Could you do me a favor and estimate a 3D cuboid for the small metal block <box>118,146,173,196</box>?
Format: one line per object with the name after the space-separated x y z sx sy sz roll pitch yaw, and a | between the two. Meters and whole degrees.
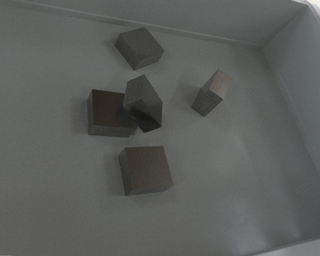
-0.018 0.050 0.366 0.050 0.025 0.050 0 62 -28 | small metal block

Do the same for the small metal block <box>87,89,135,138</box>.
-0.061 -0.017 0.383 0.050 0.025 0.050 5 59 -26 | small metal block

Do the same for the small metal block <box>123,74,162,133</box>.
-0.020 -0.030 0.391 0.050 0.025 0.050 55 25 -37 | small metal block

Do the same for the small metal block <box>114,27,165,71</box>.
-0.030 -0.119 0.462 0.050 0.025 0.050 -30 79 -38 | small metal block

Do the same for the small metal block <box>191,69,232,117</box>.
0.077 -0.052 0.462 0.025 0.050 0.050 34 51 -6 | small metal block
